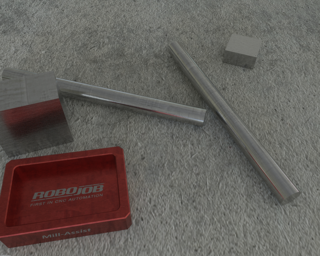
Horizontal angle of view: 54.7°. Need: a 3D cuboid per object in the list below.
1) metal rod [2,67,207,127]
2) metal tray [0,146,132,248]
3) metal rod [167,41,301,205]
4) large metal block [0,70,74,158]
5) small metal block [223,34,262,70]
[{"bbox_3d":[-0.085,-0.046,0.440,0.301,0.025,0.025,13,51,10],"label":"metal rod"},{"bbox_3d":[-0.101,0.072,0.338,0.131,0.030,0.090,-7,50,-7],"label":"metal tray"},{"bbox_3d":[0.084,-0.028,0.427,0.025,0.025,0.300,-18,53,-15],"label":"metal rod"},{"bbox_3d":[-0.158,-0.016,0.379,0.081,0.080,0.050,-15,52,-12],"label":"large metal block"},{"bbox_3d":[0.136,-0.127,0.512,0.050,0.025,0.050,17,52,13],"label":"small metal block"}]
